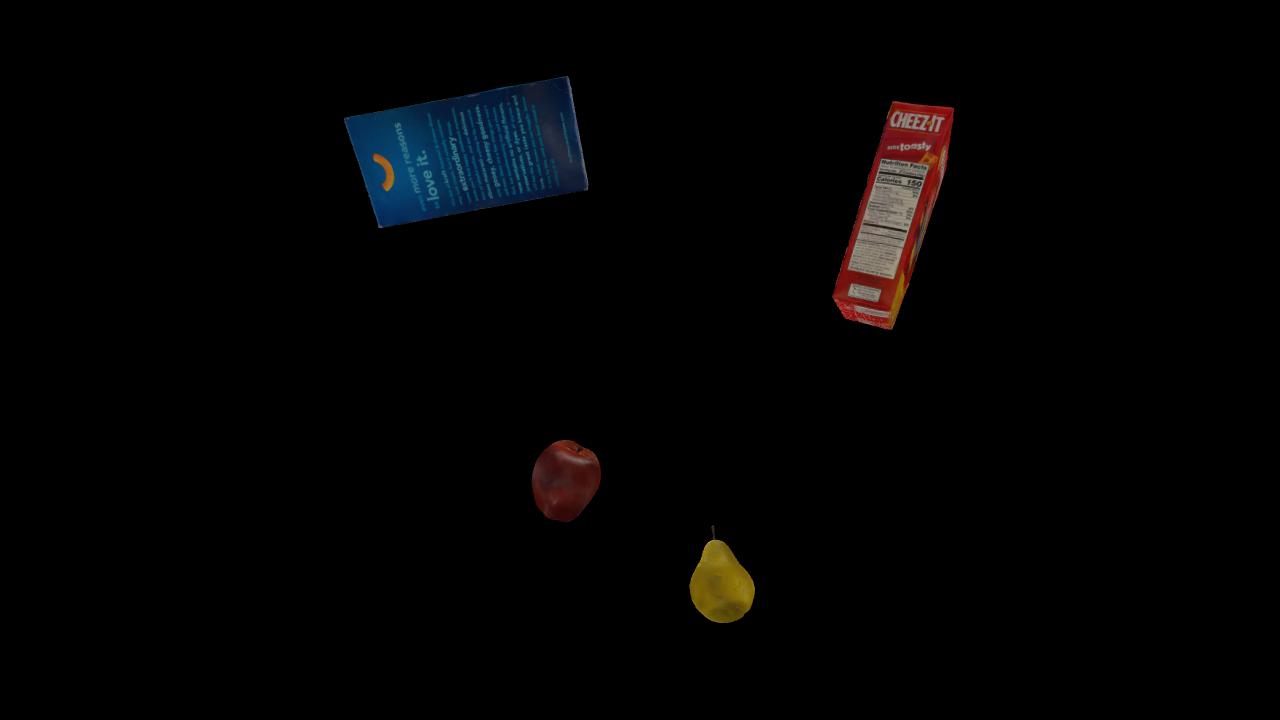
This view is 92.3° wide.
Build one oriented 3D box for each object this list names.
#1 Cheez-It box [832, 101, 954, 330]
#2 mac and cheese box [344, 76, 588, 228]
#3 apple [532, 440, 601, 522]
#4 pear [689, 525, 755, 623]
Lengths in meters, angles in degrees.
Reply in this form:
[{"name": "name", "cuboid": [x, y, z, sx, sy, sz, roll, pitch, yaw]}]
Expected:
[{"name": "Cheez-It box", "cuboid": [0.295, -0.156, 0.715, 0.071, 0.223, 0.166, 18, 3, 23]}, {"name": "mac and cheese box", "cuboid": [-0.142, -0.176, 0.525, 0.184, 0.093, 0.041, -10, 24, 0]}, {"name": "apple", "cuboid": [-0.086, 0.138, 0.710, 0.079, 0.093, 0.079, 21, 13, -5]}, {"name": "pear", "cuboid": [0.097, 0.259, 0.751, 0.080, 0.080, 0.111, 0, 36, 2]}]
